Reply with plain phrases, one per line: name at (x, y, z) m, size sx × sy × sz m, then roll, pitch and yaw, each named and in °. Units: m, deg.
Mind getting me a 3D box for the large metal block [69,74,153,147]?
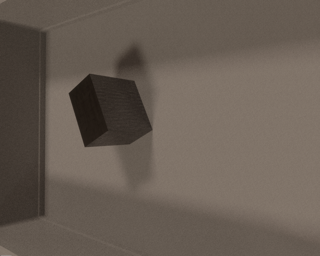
large metal block at (-0.067, -0.022, 0.424) m, size 0.050 × 0.081 × 0.080 m, roll -32°, pitch 70°, yaw 35°
